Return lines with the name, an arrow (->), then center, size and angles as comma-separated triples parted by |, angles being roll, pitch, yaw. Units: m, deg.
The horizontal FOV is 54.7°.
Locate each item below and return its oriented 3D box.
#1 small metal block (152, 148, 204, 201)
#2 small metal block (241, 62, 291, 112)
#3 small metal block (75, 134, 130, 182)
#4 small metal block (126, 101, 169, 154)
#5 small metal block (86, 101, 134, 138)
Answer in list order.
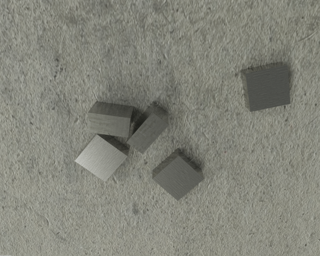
small metal block -> 0.025, 0.065, 0.434 | 0.050, 0.025, 0.050 | 43, 104, -14
small metal block -> 0.133, -0.052, 0.392 | 0.050, 0.025, 0.050 | -12, 110, 4
small metal block -> -0.078, 0.036, 0.422 | 0.050, 0.025, 0.050 | 38, 106, -13
small metal block -> -0.015, -0.002, 0.396 | 0.025, 0.050, 0.050 | 38, 106, -13
small metal block -> -0.061, -0.012, 0.391 | 0.050, 0.050, 0.025 | 8, 110, -3
